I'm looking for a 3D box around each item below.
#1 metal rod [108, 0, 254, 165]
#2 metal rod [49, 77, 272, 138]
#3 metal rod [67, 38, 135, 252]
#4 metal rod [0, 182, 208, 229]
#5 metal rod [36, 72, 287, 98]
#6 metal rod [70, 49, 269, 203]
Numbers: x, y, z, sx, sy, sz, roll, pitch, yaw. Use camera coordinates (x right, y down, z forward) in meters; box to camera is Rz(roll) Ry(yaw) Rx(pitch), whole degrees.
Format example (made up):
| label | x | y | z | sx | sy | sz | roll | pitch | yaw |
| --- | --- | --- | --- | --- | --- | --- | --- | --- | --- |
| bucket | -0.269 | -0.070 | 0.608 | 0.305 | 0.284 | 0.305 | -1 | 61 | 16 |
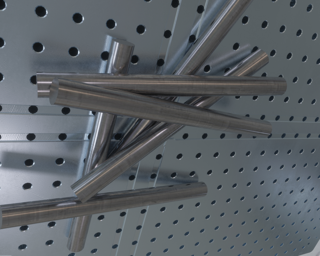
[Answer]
| label | x | y | z | sx | sy | sz | roll | pitch | yaw |
| --- | --- | --- | --- | --- | --- | --- | --- | --- | --- |
| metal rod | 0.028 | -0.066 | 0.384 | 0.025 | 0.025 | 0.299 | 31 | 101 | -38 |
| metal rod | 0.029 | -0.015 | 0.358 | 0.302 | 0.025 | 0.025 | 8 | 115 | -36 |
| metal rod | -0.081 | 0.039 | 0.390 | 0.025 | 0.025 | 0.298 | 3 | 117 | -30 |
| metal rod | -0.049 | 0.097 | 0.417 | 0.302 | 0.025 | 0.025 | 2 | 118 | -38 |
| metal rod | 0.022 | -0.048 | 0.354 | 0.302 | 0.025 | 0.025 | -3 | 120 | -24 |
| metal rod | 0.023 | -0.011 | 0.389 | 0.301 | 0.025 | 0.025 | -36 | 130 | -14 |
